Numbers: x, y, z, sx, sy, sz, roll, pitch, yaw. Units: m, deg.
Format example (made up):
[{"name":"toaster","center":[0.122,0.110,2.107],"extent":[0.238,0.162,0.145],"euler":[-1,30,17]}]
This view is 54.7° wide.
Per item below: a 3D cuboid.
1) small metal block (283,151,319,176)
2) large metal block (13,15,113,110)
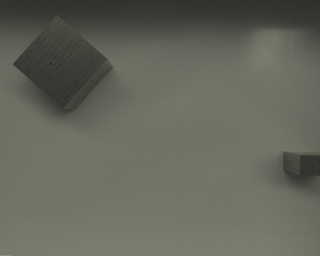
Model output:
[{"name":"small metal block","center":[0.195,0.046,0.402],"extent":[0.050,0.050,0.025],"euler":[2,90,-1]},{"name":"large metal block","center":[-0.120,-0.080,0.397],"extent":[0.080,0.050,0.080],"euler":[41,90,-1]}]
